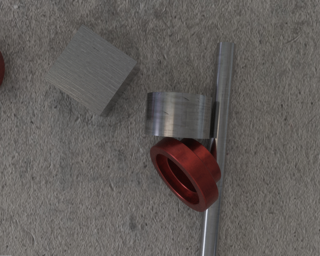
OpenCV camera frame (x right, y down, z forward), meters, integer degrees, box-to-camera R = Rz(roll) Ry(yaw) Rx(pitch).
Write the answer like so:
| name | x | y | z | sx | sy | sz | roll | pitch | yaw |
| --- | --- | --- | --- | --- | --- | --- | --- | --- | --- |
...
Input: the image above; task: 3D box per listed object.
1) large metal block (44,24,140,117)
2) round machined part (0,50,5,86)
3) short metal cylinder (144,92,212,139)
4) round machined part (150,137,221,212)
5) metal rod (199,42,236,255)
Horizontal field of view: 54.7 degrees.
| name | x | y | z | sx | sy | sz | roll | pitch | yaw |
| --- | --- | --- | --- | --- | --- | --- | --- | --- | --- |
| large metal block | -0.083 | -0.070 | 0.397 | 0.080 | 0.050 | 0.080 | 35 | 90 | 0 |
| round machined part | -0.249 | -0.077 | 0.399 | 0.099 | 0.042 | 0.097 | 0 | 90 | 0 |
| short metal cylinder | 0.022 | -0.015 | 0.383 | 0.080 | 0.080 | 0.050 | 4 | 90 | 0 |
| round machined part | 0.035 | 0.050 | 0.378 | 0.042 | 0.098 | 0.098 | -37 | 90 | -21 |
| metal rod | 0.075 | 0.038 | 0.410 | 0.025 | 0.025 | 0.298 | 5 | 90 | 0 |
